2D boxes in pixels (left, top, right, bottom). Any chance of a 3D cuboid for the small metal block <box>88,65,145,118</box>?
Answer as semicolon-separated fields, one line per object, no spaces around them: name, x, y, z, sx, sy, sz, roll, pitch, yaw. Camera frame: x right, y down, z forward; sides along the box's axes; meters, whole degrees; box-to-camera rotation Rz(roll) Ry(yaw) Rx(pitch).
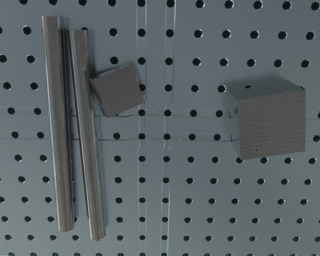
small metal block;-0.054;-0.046;0.385;0.050;0.025;0.050;-26;111;-20

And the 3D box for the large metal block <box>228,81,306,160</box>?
large metal block;0.136;-0.011;0.398;0.080;0.050;0.079;-8;110;2

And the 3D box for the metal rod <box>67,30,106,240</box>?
metal rod;-0.096;0.023;0.420;0.025;0.025;0.298;-1;110;0

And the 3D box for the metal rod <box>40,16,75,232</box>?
metal rod;-0.134;0.009;0.414;0.025;0.025;0.298;2;110;-1
